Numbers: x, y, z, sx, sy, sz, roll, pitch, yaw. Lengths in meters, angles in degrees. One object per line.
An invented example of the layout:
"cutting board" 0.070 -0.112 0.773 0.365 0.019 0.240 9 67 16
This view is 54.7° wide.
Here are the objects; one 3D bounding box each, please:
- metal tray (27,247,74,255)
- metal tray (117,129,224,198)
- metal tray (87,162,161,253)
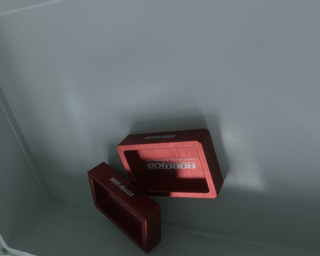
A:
"metal tray" -0.250 0.332 0.745 0.130 0.030 0.090 -12 113 33
"metal tray" 0.013 0.051 0.430 0.130 0.030 0.090 -5 116 30
"metal tray" -0.055 0.120 0.476 0.130 0.030 0.089 30 137 33
